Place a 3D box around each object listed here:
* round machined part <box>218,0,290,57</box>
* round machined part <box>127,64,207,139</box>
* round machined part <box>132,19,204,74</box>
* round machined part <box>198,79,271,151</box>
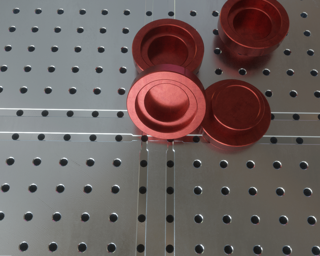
[{"bbox_3d":[0.134,-0.147,0.457,0.099,0.042,0.098,0,70,0],"label":"round machined part"},{"bbox_3d":[0.010,-0.037,0.397,0.098,0.097,0.042,6,35,2],"label":"round machined part"},{"bbox_3d":[0.011,-0.102,0.440,0.099,0.042,0.098,0,70,0],"label":"round machined part"},{"bbox_3d":[0.099,-0.022,0.411,0.099,0.042,0.098,0,70,0],"label":"round machined part"}]
